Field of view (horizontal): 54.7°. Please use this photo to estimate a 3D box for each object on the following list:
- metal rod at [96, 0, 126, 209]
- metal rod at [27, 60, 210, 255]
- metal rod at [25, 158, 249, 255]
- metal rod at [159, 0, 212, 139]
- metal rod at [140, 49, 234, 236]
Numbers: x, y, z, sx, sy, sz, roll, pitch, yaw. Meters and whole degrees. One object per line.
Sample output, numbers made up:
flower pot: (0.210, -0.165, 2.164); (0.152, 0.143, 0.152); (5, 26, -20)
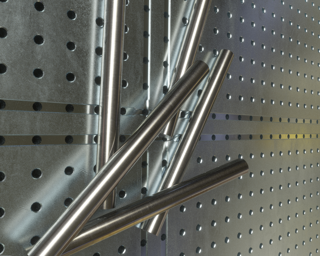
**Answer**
metal rod: (-0.057, -0.058, 0.362); (0.025, 0.025, 0.298); (4, 87, -40)
metal rod: (-0.027, 0.020, 0.353); (0.301, 0.025, 0.025); (-51, 120, -28)
metal rod: (-0.004, 0.093, 0.380); (0.303, 0.025, 0.025); (-16, 101, -31)
metal rod: (0.047, -0.129, 0.449); (0.025, 0.025, 0.299); (27, 73, -37)
metal rod: (0.047, 0.008, 0.450); (0.025, 0.025, 0.300); (40, 66, -33)
